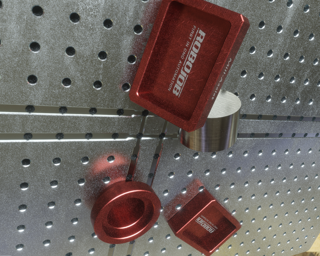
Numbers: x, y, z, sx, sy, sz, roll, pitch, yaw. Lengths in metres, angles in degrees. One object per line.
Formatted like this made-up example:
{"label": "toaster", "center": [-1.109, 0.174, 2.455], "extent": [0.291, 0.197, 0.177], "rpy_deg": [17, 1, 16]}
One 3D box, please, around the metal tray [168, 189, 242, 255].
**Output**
{"label": "metal tray", "center": [0.085, 0.177, 0.566], "extent": [0.090, 0.030, 0.130], "rpy_deg": [-43, 130, 1]}

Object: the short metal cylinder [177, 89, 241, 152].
{"label": "short metal cylinder", "center": [0.062, -0.012, 0.404], "extent": [0.081, 0.080, 0.050], "rpy_deg": [-16, 125, -20]}

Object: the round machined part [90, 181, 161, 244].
{"label": "round machined part", "center": [-0.051, 0.115, 0.445], "extent": [0.099, 0.042, 0.097], "rpy_deg": [-14, 125, -21]}

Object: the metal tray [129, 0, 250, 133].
{"label": "metal tray", "center": [0.028, -0.072, 0.340], "extent": [0.030, 0.090, 0.129], "rpy_deg": [-20, 135, -61]}
